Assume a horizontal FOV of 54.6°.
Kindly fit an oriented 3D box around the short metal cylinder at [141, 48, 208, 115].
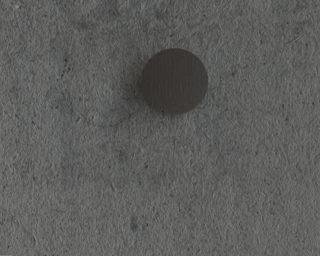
[{"bbox_3d":[0.018,-0.056,0.398,0.080,0.050,0.080,0,90,0],"label":"short metal cylinder"}]
